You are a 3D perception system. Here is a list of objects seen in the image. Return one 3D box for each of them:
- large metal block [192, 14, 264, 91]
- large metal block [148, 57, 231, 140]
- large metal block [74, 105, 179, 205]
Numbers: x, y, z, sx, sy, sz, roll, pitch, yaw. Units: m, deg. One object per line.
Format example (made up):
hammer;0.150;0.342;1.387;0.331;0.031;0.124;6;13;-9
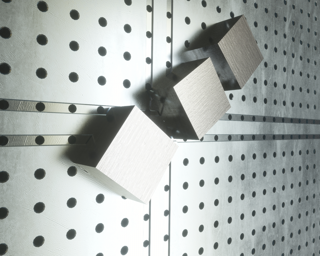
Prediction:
large metal block;0.107;-0.114;0.481;0.080;0.050;0.080;-50;120;-28
large metal block;0.043;-0.040;0.428;0.080;0.050;0.080;-42;116;-32
large metal block;-0.036;0.031;0.361;0.080;0.050;0.080;44;64;-31
